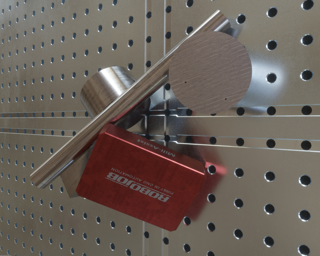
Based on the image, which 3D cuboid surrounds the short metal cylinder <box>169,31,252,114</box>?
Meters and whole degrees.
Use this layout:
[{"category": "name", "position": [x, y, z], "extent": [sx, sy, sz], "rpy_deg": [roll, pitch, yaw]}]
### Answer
[{"category": "short metal cylinder", "position": [0.050, -0.058, 0.325], "extent": [0.080, 0.050, 0.079], "rpy_deg": [0, 102, 2]}]

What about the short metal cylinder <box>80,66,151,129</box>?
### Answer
[{"category": "short metal cylinder", "position": [-0.060, -0.037, 0.420], "extent": [0.080, 0.081, 0.050], "rpy_deg": [-51, 61, 28]}]

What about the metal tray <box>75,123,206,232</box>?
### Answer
[{"category": "metal tray", "position": [-0.023, 0.061, 0.371], "extent": [0.131, 0.030, 0.089], "rpy_deg": [24, 110, -7]}]

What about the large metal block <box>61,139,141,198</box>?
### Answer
[{"category": "large metal block", "position": [-0.085, 0.051, 0.440], "extent": [0.080, 0.081, 0.050], "rpy_deg": [-47, 62, 29]}]

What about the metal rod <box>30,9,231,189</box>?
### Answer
[{"category": "metal rod", "position": [-0.042, -0.028, 0.372], "extent": [0.300, 0.025, 0.025], "rpy_deg": [-40, 64, 9]}]
